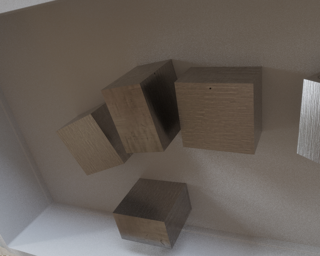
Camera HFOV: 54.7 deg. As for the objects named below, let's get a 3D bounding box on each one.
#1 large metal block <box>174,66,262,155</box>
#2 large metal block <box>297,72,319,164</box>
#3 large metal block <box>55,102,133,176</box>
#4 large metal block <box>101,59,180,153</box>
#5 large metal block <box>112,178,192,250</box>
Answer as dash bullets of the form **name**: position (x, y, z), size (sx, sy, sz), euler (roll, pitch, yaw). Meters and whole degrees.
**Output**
- **large metal block**: position (0.068, -0.022, 0.343), size (0.080, 0.050, 0.079), euler (5, 121, 26)
- **large metal block**: position (0.176, -0.004, 0.274), size (0.080, 0.050, 0.079), euler (33, 139, 51)
- **large metal block**: position (-0.088, 0.015, 0.448), size (0.080, 0.050, 0.080), euler (-21, 107, 36)
- **large metal block**: position (-0.013, -0.026, 0.364), size (0.050, 0.080, 0.080), euler (-5, 116, 30)
- **large metal block**: position (-0.008, 0.121, 0.452), size (0.080, 0.080, 0.050), euler (1, 119, 27)
